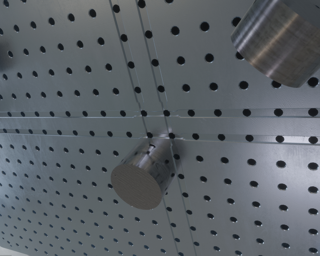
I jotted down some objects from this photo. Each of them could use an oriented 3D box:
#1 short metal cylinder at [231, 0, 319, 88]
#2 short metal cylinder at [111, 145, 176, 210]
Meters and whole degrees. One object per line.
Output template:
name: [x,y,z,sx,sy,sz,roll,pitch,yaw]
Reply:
short metal cylinder: [0.110,-0.081,0.268,0.080,0.080,0.050,37,129,3]
short metal cylinder: [-0.024,0.072,0.452,0.080,0.050,0.079,13,124,21]
